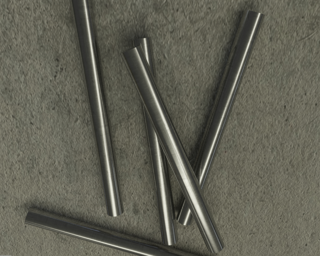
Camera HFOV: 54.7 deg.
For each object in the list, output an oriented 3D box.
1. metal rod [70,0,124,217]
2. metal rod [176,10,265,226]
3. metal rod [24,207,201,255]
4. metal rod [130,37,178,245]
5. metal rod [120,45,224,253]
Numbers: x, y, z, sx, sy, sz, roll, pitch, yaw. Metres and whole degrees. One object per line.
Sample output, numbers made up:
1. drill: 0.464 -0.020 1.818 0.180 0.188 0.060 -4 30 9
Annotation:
1. metal rod: -0.078 -0.017 0.402 0.025 0.025 0.298 -5 110 2
2. metal rod: 0.073 0.001 0.410 0.025 0.025 0.298 13 110 -5
3. metal rod: -0.052 0.176 0.474 0.302 0.025 0.025 19 109 -7
4. metal rod: -0.004 0.031 0.421 0.025 0.025 0.298 -7 110 2
5. metal rod: 0.023 0.041 0.396 0.025 0.025 0.299 -21 109 7
